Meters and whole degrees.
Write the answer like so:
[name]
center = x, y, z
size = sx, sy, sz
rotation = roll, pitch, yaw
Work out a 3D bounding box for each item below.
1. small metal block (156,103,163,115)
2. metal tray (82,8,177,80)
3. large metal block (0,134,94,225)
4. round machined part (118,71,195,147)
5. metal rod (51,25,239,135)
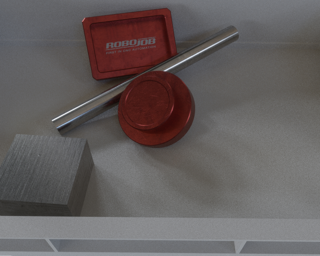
[small metal block]
center = 0.005, -0.037, 0.436
size = 0.050, 0.025, 0.050
rotation = -28, 56, -22
[metal tray]
center = -0.044, -0.126, 0.470
size = 0.131, 0.089, 0.030
rotation = -10, 7, -9
[large metal block]
center = -0.125, 0.056, 0.340
size = 0.080, 0.050, 0.080
rotation = 4, 50, 3
[round machined part]
center = -0.009, -0.026, 0.386
size = 0.098, 0.042, 0.098
rotation = -4, 77, 19
[metal rod]
center = -0.010, -0.075, 0.445
size = 0.302, 0.025, 0.025
rotation = -31, 57, -15
